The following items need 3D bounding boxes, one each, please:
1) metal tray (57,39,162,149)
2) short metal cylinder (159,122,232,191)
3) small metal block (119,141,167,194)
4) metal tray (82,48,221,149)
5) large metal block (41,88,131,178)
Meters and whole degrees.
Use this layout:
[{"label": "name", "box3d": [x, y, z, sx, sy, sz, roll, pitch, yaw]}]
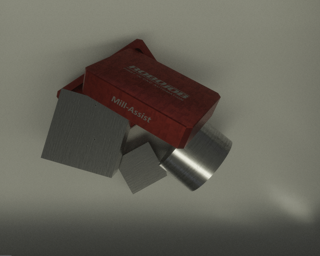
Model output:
[{"label": "metal tray", "box3d": [-0.054, -0.043, 0.406, 0.130, 0.030, 0.090, -34, 90, -1]}, {"label": "short metal cylinder", "box3d": [0.043, 0.031, 0.384, 0.050, 0.080, 0.080, 39, 90, -1]}, {"label": "small metal block", "box3d": [-0.025, 0.051, 0.410, 0.050, 0.025, 0.050, -29, 90, -1]}, {"label": "metal tray", "box3d": [-0.008, -0.039, 0.348, 0.130, 0.090, 0.030, 30, 128, 14]}, {"label": "large metal block", "box3d": [-0.081, 0.006, 0.364, 0.080, 0.050, 0.080, 16, 90, -1]}]
